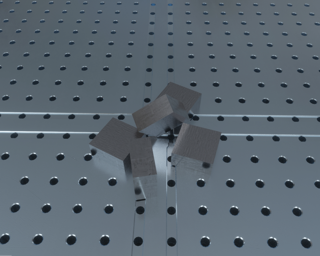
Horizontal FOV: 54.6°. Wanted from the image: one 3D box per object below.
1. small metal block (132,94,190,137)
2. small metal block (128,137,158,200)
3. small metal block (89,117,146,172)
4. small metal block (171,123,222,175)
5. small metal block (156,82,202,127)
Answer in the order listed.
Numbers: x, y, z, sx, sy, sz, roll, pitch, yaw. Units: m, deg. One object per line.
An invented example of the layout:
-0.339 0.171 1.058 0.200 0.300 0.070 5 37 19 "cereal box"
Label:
0.002 -0.014 0.387 0.050 0.050 0.025 -29 69 20 "small metal block"
-0.019 0.046 0.353 0.025 0.050 0.050 -7 51 -6 "small metal block"
-0.052 0.020 0.391 0.050 0.025 0.050 24 54 19 "small metal block"
0.045 0.025 0.387 0.050 0.025 0.050 14 52 12 "small metal block"
0.024 -0.033 0.436 0.050 0.025 0.050 24 54 19 "small metal block"
